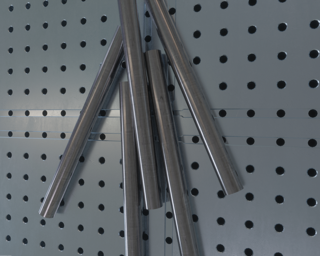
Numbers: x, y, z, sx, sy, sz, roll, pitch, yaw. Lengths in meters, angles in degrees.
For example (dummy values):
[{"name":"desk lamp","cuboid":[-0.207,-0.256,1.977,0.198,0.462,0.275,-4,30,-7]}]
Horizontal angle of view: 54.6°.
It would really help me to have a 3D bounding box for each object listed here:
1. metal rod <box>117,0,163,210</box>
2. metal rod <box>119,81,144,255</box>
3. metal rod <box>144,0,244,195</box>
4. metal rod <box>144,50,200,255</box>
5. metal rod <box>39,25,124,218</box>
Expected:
[{"name":"metal rod","cuboid":[-0.027,-0.043,0.408,0.025,0.025,0.298,-6,93,20]},{"name":"metal rod","cuboid":[-0.038,0.087,0.426,0.025,0.025,0.298,-2,89,20]},{"name":"metal rod","cuboid":[0.036,-0.060,0.400,0.025,0.025,0.299,-24,82,18]},{"name":"metal rod","cuboid":[0.017,0.045,0.407,0.025,0.025,0.299,-12,86,20]},{"name":"metal rod","cuboid":[-0.110,-0.003,0.452,0.025,0.025,0.299,28,99,18]}]
